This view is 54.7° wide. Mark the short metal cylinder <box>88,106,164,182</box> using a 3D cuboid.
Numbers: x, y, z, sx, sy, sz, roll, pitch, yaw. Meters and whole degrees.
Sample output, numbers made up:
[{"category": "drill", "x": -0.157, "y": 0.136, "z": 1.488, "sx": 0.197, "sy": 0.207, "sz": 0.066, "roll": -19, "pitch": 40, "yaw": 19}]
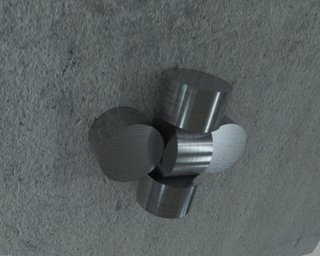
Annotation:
[{"category": "short metal cylinder", "x": -0.042, "y": 0.019, "z": 0.381, "sx": 0.081, "sy": 0.050, "sz": 0.079, "roll": -14, "pitch": 124, "yaw": -22}]

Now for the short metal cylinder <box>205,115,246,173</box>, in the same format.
[{"category": "short metal cylinder", "x": 0.075, "y": 0.017, "z": 0.443, "sx": 0.081, "sy": 0.050, "sz": 0.079, "roll": -14, "pitch": 125, "yaw": -21}]

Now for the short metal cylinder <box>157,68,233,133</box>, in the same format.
[{"category": "short metal cylinder", "x": 0.041, "y": -0.036, "z": 0.373, "sx": 0.081, "sy": 0.080, "sz": 0.050, "roll": 0, "pitch": 119, "yaw": -28}]

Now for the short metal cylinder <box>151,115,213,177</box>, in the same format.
[{"category": "short metal cylinder", "x": 0.023, "y": 0.022, "z": 0.399, "sx": 0.050, "sy": 0.080, "sz": 0.079, "roll": 0, "pitch": 118, "yaw": -29}]

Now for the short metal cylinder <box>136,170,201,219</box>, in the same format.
[{"category": "short metal cylinder", "x": 0.011, "y": 0.078, "z": 0.428, "sx": 0.081, "sy": 0.080, "sz": 0.050, "roll": 0, "pitch": 118, "yaw": -28}]
